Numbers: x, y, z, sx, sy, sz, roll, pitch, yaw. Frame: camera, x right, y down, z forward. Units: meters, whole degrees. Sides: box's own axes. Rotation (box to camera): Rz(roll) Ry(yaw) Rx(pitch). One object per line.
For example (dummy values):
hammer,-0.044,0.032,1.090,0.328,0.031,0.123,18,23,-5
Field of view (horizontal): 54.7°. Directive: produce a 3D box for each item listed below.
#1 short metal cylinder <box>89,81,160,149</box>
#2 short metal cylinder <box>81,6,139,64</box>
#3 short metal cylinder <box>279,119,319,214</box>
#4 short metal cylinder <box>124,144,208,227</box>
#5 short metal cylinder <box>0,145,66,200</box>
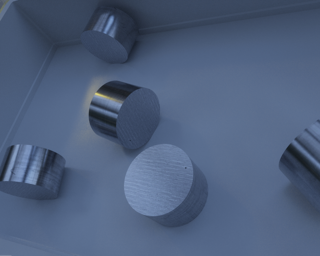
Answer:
short metal cylinder,-0.045,-0.018,0.405,0.050,0.080,0.080,19,72,35
short metal cylinder,-0.081,-0.150,0.505,0.080,0.080,0.050,7,66,31
short metal cylinder,0.154,0.031,0.271,0.080,0.080,0.050,-36,51,4
short metal cylinder,0.008,0.065,0.346,0.080,0.050,0.080,-13,56,21
short metal cylinder,-0.176,0.063,0.425,0.080,0.080,0.050,-9,58,24
